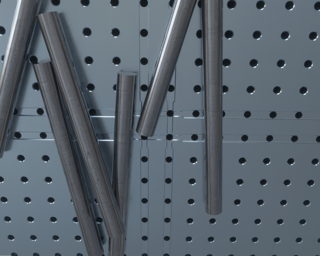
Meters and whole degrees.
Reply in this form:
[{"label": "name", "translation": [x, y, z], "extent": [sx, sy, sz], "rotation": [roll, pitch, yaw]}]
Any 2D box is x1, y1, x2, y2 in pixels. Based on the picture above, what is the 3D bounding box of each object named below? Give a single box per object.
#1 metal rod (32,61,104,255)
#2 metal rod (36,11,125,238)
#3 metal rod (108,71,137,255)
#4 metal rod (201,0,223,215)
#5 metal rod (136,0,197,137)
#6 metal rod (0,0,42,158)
[{"label": "metal rod", "translation": [-0.122, 0.057, 0.433], "extent": [0.025, 0.025, 0.298], "rotation": [-8, 110, 3]}, {"label": "metal rod", "translation": [-0.097, 0.007, 0.400], "extent": [0.025, 0.025, 0.298], "rotation": [-13, 104, 5]}, {"label": "metal rod", "translation": [-0.056, 0.071, 0.438], "extent": [0.025, 0.025, 0.298], "rotation": [5, 110, -2]}, {"label": "metal rod", "translation": [0.069, -0.018, 0.407], "extent": [0.025, 0.025, 0.298], "rotation": [-4, 110, 1]}, {"label": "metal rod", "translation": [0.023, -0.128, 0.366], "extent": [0.025, 0.025, 0.298], "rotation": [16, 109, -6]}, {"label": "metal rod", "translation": [-0.173, -0.094, 0.377], "extent": [0.025, 0.025, 0.298], "rotation": [21, 109, -8]}]
